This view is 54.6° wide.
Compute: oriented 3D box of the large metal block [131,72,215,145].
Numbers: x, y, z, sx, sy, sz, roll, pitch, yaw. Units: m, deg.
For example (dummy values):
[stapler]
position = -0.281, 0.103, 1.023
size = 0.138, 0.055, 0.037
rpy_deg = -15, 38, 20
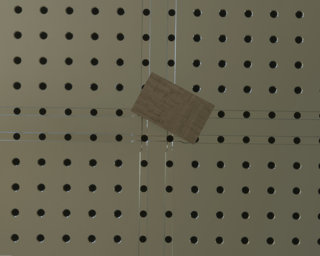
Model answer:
[large metal block]
position = 0.015, -0.022, 0.386
size = 0.080, 0.080, 0.050
rpy_deg = 28, 90, 0
